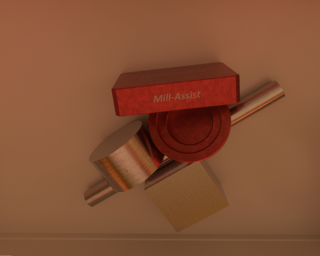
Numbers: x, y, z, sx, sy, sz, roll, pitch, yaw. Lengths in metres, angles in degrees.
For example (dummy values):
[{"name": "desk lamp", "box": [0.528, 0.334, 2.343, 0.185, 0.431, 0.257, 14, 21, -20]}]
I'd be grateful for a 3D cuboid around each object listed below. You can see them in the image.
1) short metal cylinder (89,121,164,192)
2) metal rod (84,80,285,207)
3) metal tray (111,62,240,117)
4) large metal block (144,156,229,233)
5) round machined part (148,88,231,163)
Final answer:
[{"name": "short metal cylinder", "box": [-0.042, 0.035, 0.393, 0.080, 0.080, 0.050, -32, 107, 10]}, {"name": "metal rod", "box": [0.025, 0.026, 0.420, 0.300, 0.025, 0.025, -31, 108, 10]}, {"name": "metal tray", "box": [0.017, -0.047, 0.357, 0.131, 0.090, 0.030, -6, 110, 1]}, {"name": "large metal block", "box": [0.035, 0.082, 0.426, 0.080, 0.050, 0.080, -31, 108, 10]}, {"name": "round machined part", "box": [0.038, -0.006, 0.384, 0.098, 0.042, 0.097, -1, 85, 14]}]
